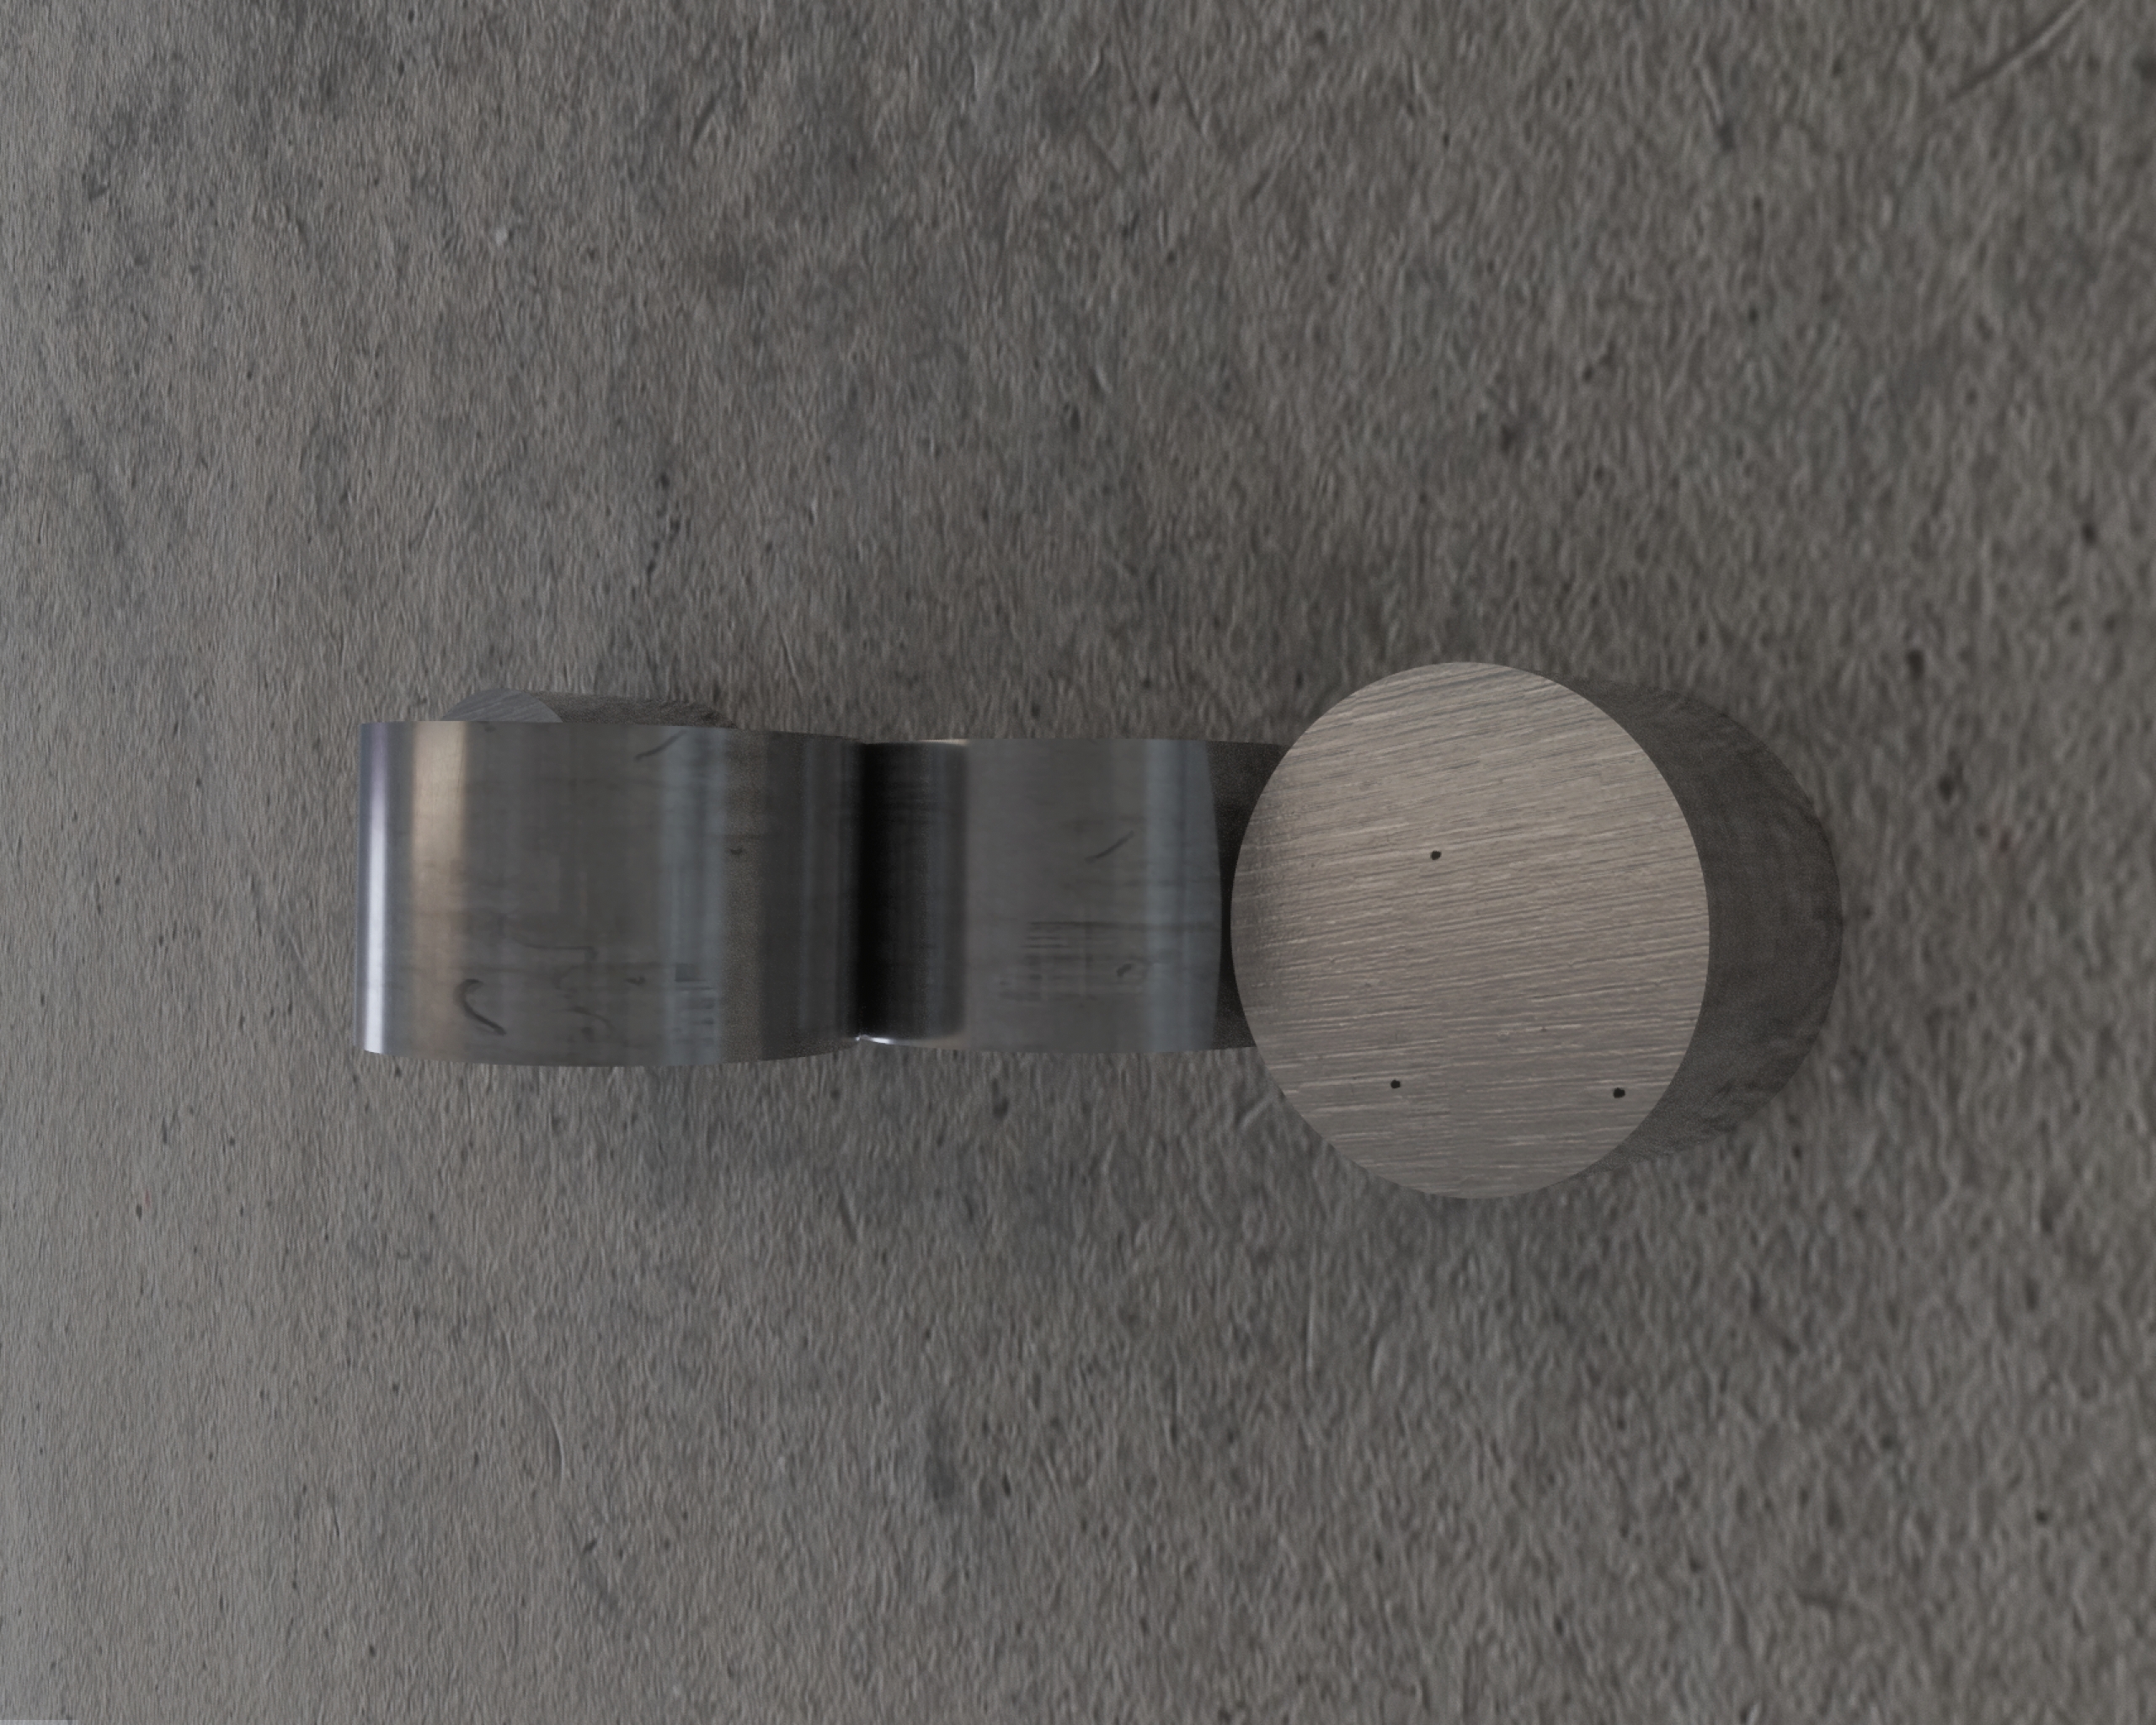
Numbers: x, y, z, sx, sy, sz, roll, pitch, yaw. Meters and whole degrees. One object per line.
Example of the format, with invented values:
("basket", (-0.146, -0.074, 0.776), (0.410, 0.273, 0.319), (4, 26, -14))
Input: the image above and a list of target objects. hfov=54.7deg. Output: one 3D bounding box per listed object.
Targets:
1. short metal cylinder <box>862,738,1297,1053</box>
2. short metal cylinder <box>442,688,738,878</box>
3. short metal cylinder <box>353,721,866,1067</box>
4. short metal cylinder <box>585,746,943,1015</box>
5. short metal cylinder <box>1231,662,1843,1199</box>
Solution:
("short metal cylinder", (0.000, 0.005, 0.369), (0.080, 0.081, 0.050), (1, 91, 40))
("short metal cylinder", (-0.113, 0.001, 0.482), (0.080, 0.050, 0.080), (0, 90, 40))
("short metal cylinder", (-0.076, 0.004, 0.341), (0.080, 0.081, 0.050), (2, 91, 40))
("short metal cylinder", (-0.061, 0.003, 0.420), (0.080, 0.081, 0.050), (1, 91, 40))
("short metal cylinder", (0.072, 0.010, 0.330), (0.080, 0.050, 0.080), (0, 90, 40))
